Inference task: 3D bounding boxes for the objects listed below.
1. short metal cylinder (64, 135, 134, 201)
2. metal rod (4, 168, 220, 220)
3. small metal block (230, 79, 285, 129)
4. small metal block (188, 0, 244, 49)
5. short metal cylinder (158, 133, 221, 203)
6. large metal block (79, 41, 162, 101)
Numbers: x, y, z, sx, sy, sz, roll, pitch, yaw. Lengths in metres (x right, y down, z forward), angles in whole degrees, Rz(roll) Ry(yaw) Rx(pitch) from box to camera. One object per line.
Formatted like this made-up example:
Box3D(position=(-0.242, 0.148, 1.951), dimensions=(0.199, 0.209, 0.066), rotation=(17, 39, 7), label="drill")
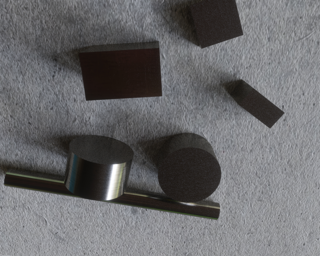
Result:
Box3D(position=(-0.078, 0.049, 0.397), dimensions=(0.081, 0.080, 0.050), rotation=(12, 110, -5), label="short metal cylinder")
Box3D(position=(-0.064, 0.096, 0.444), dimensions=(0.302, 0.025, 0.025), rotation=(10, 110, -5), label="metal rod")
Box3D(position=(0.120, -0.031, 0.387), dimensions=(0.050, 0.050, 0.025), rotation=(35, 106, -12), label="small metal block")
Box3D(position=(0.065, -0.127, 0.364), dimensions=(0.050, 0.025, 0.050), rotation=(-18, 109, 6), label="small metal block")
Box3D(position=(0.037, 0.052, 0.416), dimensions=(0.081, 0.050, 0.079), rotation=(0, 110, -1), label="short metal cylinder")
Box3D(position=(-0.040, -0.068, 0.355), dimensions=(0.081, 0.080, 0.050), rotation=(-3, 110, 1), label="large metal block")
